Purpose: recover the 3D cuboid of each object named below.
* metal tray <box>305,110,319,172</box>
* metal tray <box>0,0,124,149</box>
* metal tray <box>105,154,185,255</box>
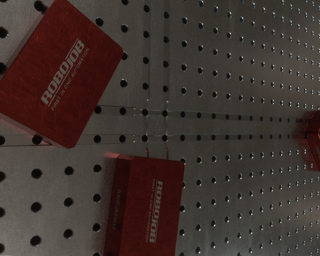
[{"bbox_3d":[0.397,0.032,0.743,0.090,0.030,0.130,-46,118,-30],"label":"metal tray"},{"bbox_3d":[-0.103,-0.055,0.320,0.090,0.030,0.130,37,67,-34],"label":"metal tray"},{"bbox_3d":[-0.017,0.103,0.394,0.091,0.030,0.129,11,83,-40],"label":"metal tray"}]
